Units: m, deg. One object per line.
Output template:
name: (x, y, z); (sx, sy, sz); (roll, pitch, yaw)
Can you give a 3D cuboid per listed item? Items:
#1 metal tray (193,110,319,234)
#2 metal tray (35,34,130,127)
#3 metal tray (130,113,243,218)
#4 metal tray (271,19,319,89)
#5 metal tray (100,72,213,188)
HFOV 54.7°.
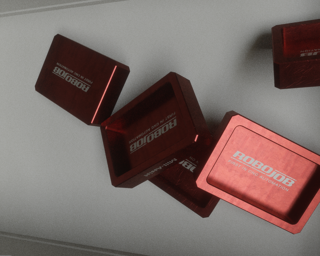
metal tray: (0.114, 0.049, 0.343); (0.131, 0.030, 0.090); (27, 99, -4)
metal tray: (-0.113, -0.068, 0.434); (0.130, 0.030, 0.090); (30, 100, 29)
metal tray: (0.029, 0.040, 0.397); (0.130, 0.030, 0.090); (32, 100, 17)
metal tray: (0.183, -0.081, 0.312); (0.130, 0.090, 0.030); (-3, 129, 20)
metal tray: (-0.011, 0.006, 0.367); (0.130, 0.030, 0.090); (-33, 59, 29)
